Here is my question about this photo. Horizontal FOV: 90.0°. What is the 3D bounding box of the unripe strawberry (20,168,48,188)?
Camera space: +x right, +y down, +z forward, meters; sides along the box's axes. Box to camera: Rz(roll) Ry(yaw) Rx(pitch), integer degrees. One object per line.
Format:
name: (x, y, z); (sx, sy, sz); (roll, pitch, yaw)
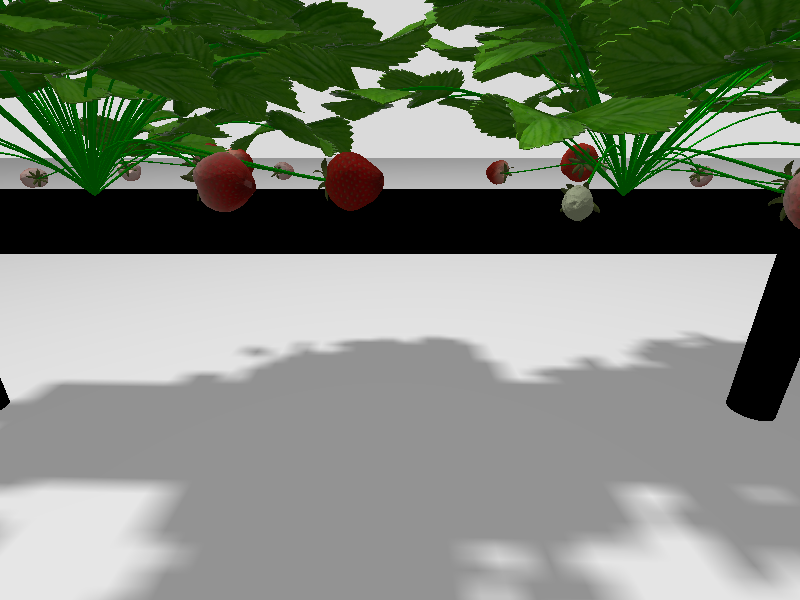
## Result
unripe strawberry: (-0.362, -0.121, 0.396); (0.022, 0.019, 0.022); (12, 24, 29)

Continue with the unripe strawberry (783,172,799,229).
unripe strawberry: (0.194, -0.044, 0.176); (0.036, 0.031, 0.036); (0, 21, -1)

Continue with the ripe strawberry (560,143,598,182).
ripe strawberry: (0.222, -0.171, 0.499); (0.043, 0.045, 0.046); (4, 21, 9)

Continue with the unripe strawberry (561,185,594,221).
unripe strawberry: (0.095, -0.051, 0.215); (0.016, 0.018, 0.018); (15, 39, 33)

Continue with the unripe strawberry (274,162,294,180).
unripe strawberry: (-0.142, -0.159, 0.493); (0.024, 0.021, 0.022); (14, 24, 33)

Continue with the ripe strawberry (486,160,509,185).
ripe strawberry: (0.105, -0.139, 0.434); (0.022, 0.025, 0.024); (-16, 26, -36)

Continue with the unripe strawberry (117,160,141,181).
unripe strawberry: (-0.325, -0.156, 0.483); (0.024, 0.025, 0.026); (-9, 6, -21)

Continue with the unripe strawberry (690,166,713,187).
unripe strawberry: (0.303, -0.123, 0.400); (0.019, 0.020, 0.018); (10, 12, -35)

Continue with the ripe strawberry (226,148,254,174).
ripe strawberry: (-0.201, -0.170, 0.497); (0.043, 0.037, 0.043); (7, 21, 17)

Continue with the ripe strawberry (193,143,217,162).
ripe strawberry: (-0.207, -0.154, 0.453); (0.042, 0.044, 0.046); (8, 22, 21)

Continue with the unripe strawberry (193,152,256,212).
unripe strawberry: (-0.108, -0.074, 0.253); (0.038, 0.037, 0.035); (12, 24, 28)

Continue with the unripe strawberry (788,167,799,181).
unripe strawberry: (0.261, -0.071, 0.247); (0.035, 0.031, 0.032); (-15, 26, -34)

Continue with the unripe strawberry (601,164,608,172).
unripe strawberry: (0.259, -0.168, 0.510); (0.011, 0.012, 0.013); (7, 22, 19)

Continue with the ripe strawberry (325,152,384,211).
ripe strawberry: (-0.029, -0.078, 0.265); (0.038, 0.037, 0.035); (7, 22, 17)
